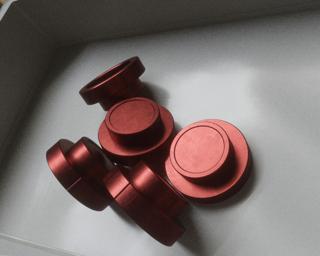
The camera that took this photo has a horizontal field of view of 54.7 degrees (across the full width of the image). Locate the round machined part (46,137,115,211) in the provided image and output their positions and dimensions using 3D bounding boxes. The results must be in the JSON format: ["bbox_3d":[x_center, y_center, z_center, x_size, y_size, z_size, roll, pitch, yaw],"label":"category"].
[{"bbox_3d":[-0.085,0.049,0.374,0.042,0.098,0.098,-42,51,0],"label":"round machined part"}]

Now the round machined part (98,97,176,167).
[{"bbox_3d":[-0.031,-0.002,0.392,0.098,0.042,0.098,-6,44,6],"label":"round machined part"}]

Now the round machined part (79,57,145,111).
[{"bbox_3d":[-0.063,-0.060,0.446,0.098,0.042,0.098,-27,20,11],"label":"round machined part"}]

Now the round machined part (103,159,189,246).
[{"bbox_3d":[-0.009,0.070,0.320,0.042,0.098,0.098,-46,51,-4],"label":"round machined part"}]

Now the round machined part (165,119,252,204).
[{"bbox_3d":[0.050,0.032,0.349,0.098,0.042,0.098,-13,56,21],"label":"round machined part"}]
